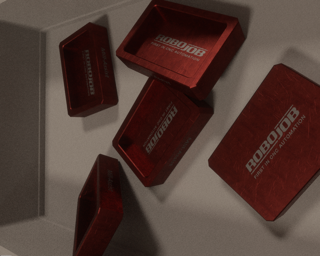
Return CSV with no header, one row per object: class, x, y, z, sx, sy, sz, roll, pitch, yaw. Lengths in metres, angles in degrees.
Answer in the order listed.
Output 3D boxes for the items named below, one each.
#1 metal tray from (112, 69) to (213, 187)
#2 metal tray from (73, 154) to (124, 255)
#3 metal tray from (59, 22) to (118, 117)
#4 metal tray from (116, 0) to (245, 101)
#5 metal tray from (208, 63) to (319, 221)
metal tray,-0.002,0.001,0.403,0.090,0.030,0.129,47,118,29
metal tray,-0.086,0.106,0.425,0.089,0.030,0.130,-62,21,19
metal tray,-0.117,-0.090,0.497,0.090,0.030,0.129,-16,80,38
metal tray,0.019,-0.097,0.363,0.130,0.030,0.090,30,84,35
metal tray,0.118,0.015,0.306,0.090,0.030,0.129,44,116,30
